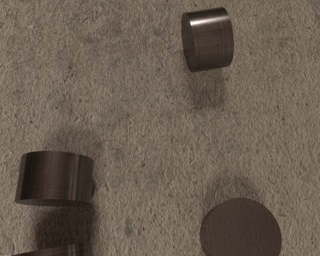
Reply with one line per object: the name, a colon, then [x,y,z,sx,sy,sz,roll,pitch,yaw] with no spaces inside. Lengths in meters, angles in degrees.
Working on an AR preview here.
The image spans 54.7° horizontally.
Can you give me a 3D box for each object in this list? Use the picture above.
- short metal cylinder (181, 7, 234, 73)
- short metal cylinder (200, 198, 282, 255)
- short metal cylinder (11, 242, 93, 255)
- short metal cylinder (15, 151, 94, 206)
short metal cylinder: [0.063,-0.120,0.424,0.050,0.080,0.080,-11,71,-4]
short metal cylinder: [0.089,0.123,0.351,0.081,0.050,0.080,0,70,0]
short metal cylinder: [-0.110,0.152,0.322,0.081,0.080,0.050,-9,71,-4]
short metal cylinder: [-0.119,0.061,0.355,0.081,0.080,0.050,0,70,-1]
